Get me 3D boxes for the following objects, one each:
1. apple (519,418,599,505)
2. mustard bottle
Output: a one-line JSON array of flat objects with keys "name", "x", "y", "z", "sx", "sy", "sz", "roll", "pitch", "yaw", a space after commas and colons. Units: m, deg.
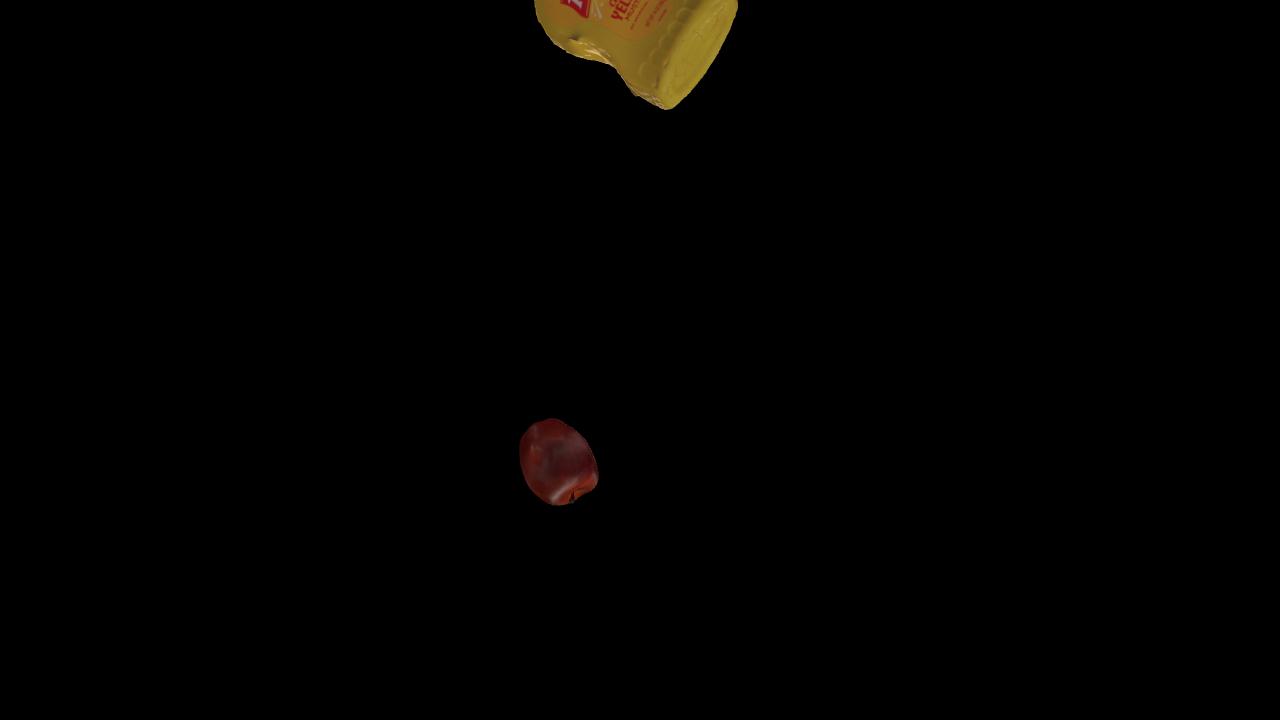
[{"name": "apple", "x": -0.085, "y": 0.106, "z": 0.633, "sx": 0.079, "sy": 0.093, "sz": 0.079, "roll": -25, "pitch": -28, "yaw": -14}, {"name": "mustard bottle", "x": -0.027, "y": -0.263, "z": 0.448, "sx": 0.184, "sy": 0.092, "sz": 0.054, "roll": 38, "pitch": 15, "yaw": 19}]
